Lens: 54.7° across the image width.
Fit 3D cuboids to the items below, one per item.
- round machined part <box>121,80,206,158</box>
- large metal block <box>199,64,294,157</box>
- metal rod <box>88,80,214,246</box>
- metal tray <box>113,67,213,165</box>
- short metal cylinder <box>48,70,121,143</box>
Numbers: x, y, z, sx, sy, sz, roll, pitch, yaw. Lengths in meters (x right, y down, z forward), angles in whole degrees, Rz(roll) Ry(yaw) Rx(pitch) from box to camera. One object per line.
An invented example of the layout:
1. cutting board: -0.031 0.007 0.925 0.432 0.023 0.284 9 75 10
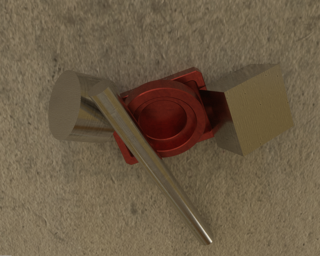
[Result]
1. round machined part: 0.003 -0.014 0.371 0.099 0.042 0.097 -3 126 -4
2. large metal block: 0.104 -0.024 0.372 0.081 0.050 0.080 -28 110 -18
3. metal rod: 0.005 0.065 0.388 0.025 0.025 0.299 -26 126 9
4. metal tray: 0.002 -0.015 0.403 0.131 0.030 0.090 -19 109 6
5. short metal cylinder: -0.090 -0.023 0.365 0.050 0.080 0.079 8 115 -42
